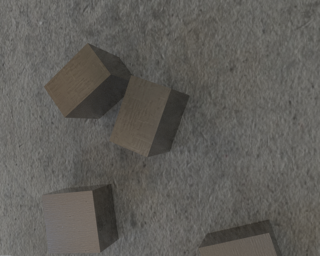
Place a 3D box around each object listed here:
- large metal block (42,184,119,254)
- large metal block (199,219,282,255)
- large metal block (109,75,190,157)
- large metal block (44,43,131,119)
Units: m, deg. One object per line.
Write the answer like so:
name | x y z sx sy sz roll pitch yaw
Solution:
large metal block | -0.111 0.126 0.433 0.080 0.050 0.080 -9 87 19
large metal block | 0.101 0.162 0.360 0.080 0.050 0.080 -20 84 18
large metal block | -0.010 -0.014 0.382 0.050 0.080 0.080 22 97 18
large metal block | -0.087 -0.057 0.409 0.080 0.080 0.050 -40 78 15
